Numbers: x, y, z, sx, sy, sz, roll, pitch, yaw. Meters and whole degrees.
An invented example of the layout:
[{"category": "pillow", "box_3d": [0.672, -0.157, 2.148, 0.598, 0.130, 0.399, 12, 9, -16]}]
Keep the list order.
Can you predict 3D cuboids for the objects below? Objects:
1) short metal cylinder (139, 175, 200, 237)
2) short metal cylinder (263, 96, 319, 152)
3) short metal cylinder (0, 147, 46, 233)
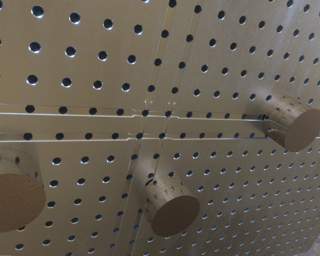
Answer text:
[{"category": "short metal cylinder", "box_3d": [0.014, 0.120, 0.479, 0.081, 0.050, 0.079, -14, 124, -21]}, {"category": "short metal cylinder", "box_3d": [0.220, -0.007, 0.514, 0.081, 0.050, 0.079, -14, 125, -21]}, {"category": "short metal cylinder", "box_3d": [-0.173, 0.068, 0.343, 0.081, 0.050, 0.079, -14, 124, -21]}]
